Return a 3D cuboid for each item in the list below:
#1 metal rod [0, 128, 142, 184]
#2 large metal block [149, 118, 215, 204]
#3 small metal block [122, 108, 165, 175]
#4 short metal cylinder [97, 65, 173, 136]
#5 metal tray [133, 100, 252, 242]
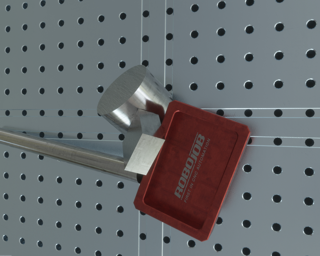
[{"bbox_3d":[-0.147,0.030,0.432,0.300,0.025,0.025,10,93,30],"label":"metal rod"},{"bbox_3d":[0.015,0.035,0.392,0.080,0.050,0.080,-37,79,16],"label":"large metal block"},{"bbox_3d":[-0.020,0.015,0.342,0.025,0.050,0.050,17,119,-20],"label":"small metal block"},{"bbox_3d":[-0.032,-0.032,0.387,0.080,0.080,0.050,-36,121,16],"label":"short metal cylinder"},{"bbox_3d":[0.035,0.044,0.341,0.090,0.030,0.129,22,97,18],"label":"metal tray"}]
